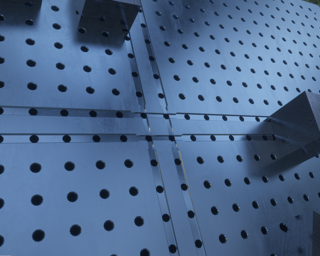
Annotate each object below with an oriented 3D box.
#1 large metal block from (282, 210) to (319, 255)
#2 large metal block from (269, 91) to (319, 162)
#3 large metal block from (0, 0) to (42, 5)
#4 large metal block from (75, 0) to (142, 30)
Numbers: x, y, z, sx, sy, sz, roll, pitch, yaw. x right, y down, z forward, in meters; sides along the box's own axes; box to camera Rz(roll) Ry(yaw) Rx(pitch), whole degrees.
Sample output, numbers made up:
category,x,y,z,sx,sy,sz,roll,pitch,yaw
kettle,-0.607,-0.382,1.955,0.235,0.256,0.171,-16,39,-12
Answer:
category,x,y,z,sx,sy,sz,roll,pitch,yaw
large metal block,0.209,0.167,0.402,0.080,0.050,0.080,30,52,-9
large metal block,0.231,0.000,0.496,0.050,0.080,0.080,10,58,-23
large metal block,-0.205,-0.216,0.413,0.081,0.050,0.080,-8,66,-32
large metal block,-0.082,-0.202,0.471,0.081,0.050,0.080,-1,62,-29
